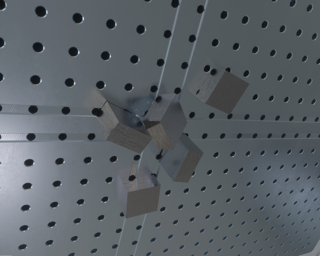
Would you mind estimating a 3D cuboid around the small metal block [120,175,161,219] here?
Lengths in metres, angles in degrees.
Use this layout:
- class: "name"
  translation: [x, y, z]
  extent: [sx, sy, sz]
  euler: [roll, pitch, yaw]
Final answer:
- class: "small metal block"
  translation: [-0.029, 0.101, 0.457]
  extent: [0.050, 0.025, 0.050]
  euler: [-8, 122, -25]

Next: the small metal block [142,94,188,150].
- class: "small metal block"
  translation: [0.008, -0.008, 0.393]
  extent: [0.050, 0.025, 0.050]
  euler: [-61, 140, -36]

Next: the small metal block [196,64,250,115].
- class: "small metal block"
  translation: [0.086, -0.052, 0.425]
  extent: [0.050, 0.025, 0.050]
  euler: [19, 108, -36]

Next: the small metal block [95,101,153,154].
- class: "small metal block"
  translation: [-0.043, -0.001, 0.370]
  extent: [0.050, 0.050, 0.025]
  euler: [27, 106, -37]

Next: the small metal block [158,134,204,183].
- class: "small metal block"
  translation: [0.028, 0.041, 0.435]
  extent: [0.025, 0.050, 0.050]
  euler: [11, 113, -33]
